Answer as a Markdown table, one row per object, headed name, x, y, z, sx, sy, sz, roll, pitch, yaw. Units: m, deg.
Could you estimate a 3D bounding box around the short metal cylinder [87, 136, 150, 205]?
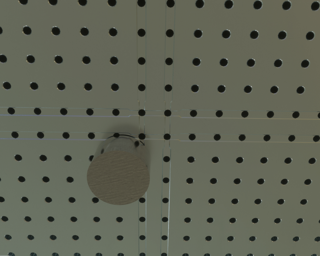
| name | x | y | z | sx | sy | sz | roll | pitch | yaw |
| --- | --- | --- | --- | --- | --- | --- | --- | --- | --- |
| short metal cylinder | -0.053 | 0.056 | 0.420 | 0.081 | 0.050 | 0.079 | 0 | 110 | -1 |
